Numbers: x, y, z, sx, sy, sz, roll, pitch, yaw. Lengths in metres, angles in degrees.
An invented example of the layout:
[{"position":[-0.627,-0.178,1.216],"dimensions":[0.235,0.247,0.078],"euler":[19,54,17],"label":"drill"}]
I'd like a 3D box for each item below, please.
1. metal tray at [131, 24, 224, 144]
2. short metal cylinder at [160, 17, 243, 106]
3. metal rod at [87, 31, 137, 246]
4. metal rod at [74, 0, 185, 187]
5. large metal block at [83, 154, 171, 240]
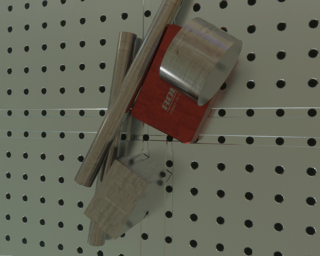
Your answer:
[{"position":[0.029,-0.056,0.400],"dimensions":[0.090,0.030,0.129],"euler":[27,99,17],"label":"metal tray"},{"position":[0.044,-0.071,0.335],"dimensions":[0.050,0.080,0.080],"euler":[36,102,16],"label":"short metal cylinder"},{"position":[-0.068,0.017,0.436],"dimensions":[0.025,0.025,0.298],"euler":[10,93,19],"label":"metal rod"},{"position":[-0.035,-0.061,0.406],"dimensions":[0.025,0.025,0.299],"euler":[27,92,18],"label":"metal rod"},{"position":[-0.038,0.083,0.397],"dimensions":[0.050,0.080,0.080],"euler":[34,101,17],"label":"large metal block"}]
